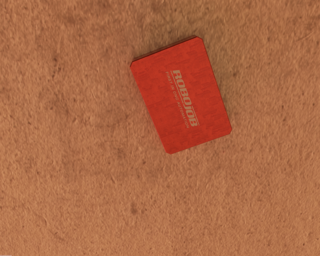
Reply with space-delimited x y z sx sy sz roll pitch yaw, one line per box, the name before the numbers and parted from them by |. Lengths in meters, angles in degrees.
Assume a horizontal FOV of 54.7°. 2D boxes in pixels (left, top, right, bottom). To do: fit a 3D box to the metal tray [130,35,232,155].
metal tray | 0.028 -0.040 0.393 0.090 0.030 0.129 -20 109 7
